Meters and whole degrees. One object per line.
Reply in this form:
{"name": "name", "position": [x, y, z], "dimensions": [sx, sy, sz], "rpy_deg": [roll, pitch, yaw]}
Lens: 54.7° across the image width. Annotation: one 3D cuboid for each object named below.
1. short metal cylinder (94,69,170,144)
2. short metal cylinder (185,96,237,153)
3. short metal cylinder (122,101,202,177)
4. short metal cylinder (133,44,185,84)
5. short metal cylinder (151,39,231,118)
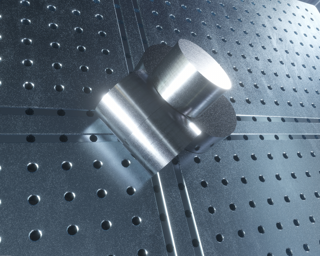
{"name": "short metal cylinder", "position": [-0.031, -0.025, 0.373], "dimensions": [0.050, 0.080, 0.080], "rpy_deg": [47, 51, 4]}
{"name": "short metal cylinder", "position": [0.058, -0.012, 0.431], "dimensions": [0.081, 0.050, 0.080], "rpy_deg": [14, 56, -21]}
{"name": "short metal cylinder", "position": [0.003, 0.013, 0.368], "dimensions": [0.050, 0.080, 0.080], "rpy_deg": [47, 51, 4]}
{"name": "short metal cylinder", "position": [0.004, -0.071, 0.437], "dimensions": [0.081, 0.050, 0.080], "rpy_deg": [14, 56, -21]}
{"name": "short metal cylinder", "position": [0.037, -0.059, 0.367], "dimensions": [0.080, 0.050, 0.080], "rpy_deg": [31, 32, -22]}
